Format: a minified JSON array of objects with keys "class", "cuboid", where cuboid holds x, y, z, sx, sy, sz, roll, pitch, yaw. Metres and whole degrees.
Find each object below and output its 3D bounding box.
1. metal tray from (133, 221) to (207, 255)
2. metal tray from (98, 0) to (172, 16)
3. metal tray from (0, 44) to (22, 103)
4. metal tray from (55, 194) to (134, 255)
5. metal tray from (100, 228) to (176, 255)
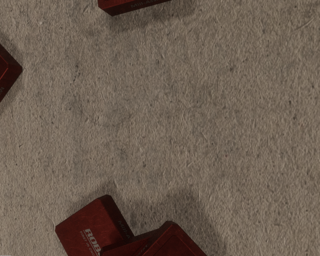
[{"class":"metal tray","cuboid":[-0.001,0.187,0.361,0.130,0.030,0.090,-43,92,-15]},{"class":"metal tray","cuboid":[-0.023,-0.212,0.413,0.130,0.030,0.089,-8,88,19]},{"class":"metal tray","cuboid":[-0.296,-0.078,0.508,0.090,0.030,0.130,45,103,14]},{"class":"metal tray","cuboid":[-0.079,0.172,0.433,0.090,0.030,0.130,-36,79,16]},{"class":"metal tray","cuboid":[-0.016,0.203,0.387,0.091,0.030,0.129,-14,85,-14]}]
